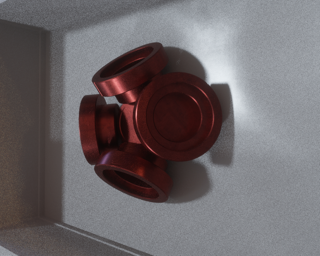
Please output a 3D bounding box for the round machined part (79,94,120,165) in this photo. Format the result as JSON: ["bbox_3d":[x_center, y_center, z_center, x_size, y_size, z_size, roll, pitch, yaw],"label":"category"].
[{"bbox_3d":[-0.077,0.001,0.431,0.042,0.098,0.097,-5,86,2],"label":"round machined part"}]

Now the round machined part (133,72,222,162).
[{"bbox_3d":[0.017,-0.012,0.354,0.042,0.099,0.097,171,97,-75],"label":"round machined part"}]

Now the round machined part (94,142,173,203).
[{"bbox_3d":[-0.029,0.053,0.391,0.098,0.098,0.042,-2,53,39],"label":"round machined part"}]

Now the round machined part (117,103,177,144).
[{"bbox_3d":[-0.018,-0.007,0.406,0.098,0.042,0.097,0,90,39],"label":"round machined part"}]

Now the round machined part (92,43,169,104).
[{"bbox_3d":[-0.033,-0.066,0.394,0.098,0.098,0.042,-5,125,39],"label":"round machined part"}]
